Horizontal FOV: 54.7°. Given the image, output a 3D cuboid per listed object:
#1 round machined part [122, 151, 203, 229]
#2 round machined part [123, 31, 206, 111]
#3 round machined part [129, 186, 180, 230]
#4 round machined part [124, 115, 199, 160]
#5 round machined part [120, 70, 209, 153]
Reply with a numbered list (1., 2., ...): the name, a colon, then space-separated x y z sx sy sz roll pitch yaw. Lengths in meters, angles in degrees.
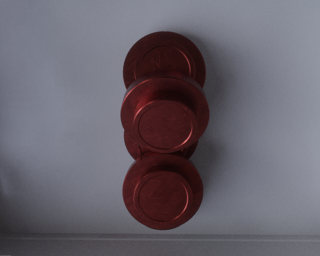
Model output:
1. round machined part: 0.004 0.078 0.375 0.099 0.042 0.097 0 99 -1
2. round machined part: 0.005 -0.065 0.365 0.099 0.042 0.097 0 94 -1
3. round machined part: 0.004 0.102 0.424 0.099 0.042 0.097 0 125 0
4. round machined part: 0.002 0.012 0.405 0.099 0.042 0.097 0 109 0
5. round machined part: 0.005 -0.011 0.342 0.099 0.042 0.097 0 123 0
